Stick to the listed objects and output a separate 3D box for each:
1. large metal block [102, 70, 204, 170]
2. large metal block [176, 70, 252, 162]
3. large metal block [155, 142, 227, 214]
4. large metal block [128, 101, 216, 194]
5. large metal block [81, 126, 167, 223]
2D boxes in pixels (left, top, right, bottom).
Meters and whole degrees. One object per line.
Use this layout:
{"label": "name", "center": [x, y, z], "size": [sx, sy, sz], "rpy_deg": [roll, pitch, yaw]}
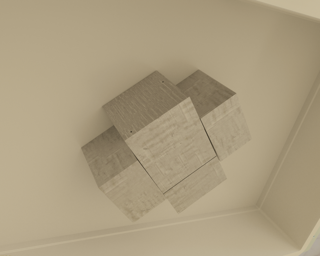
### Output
{"label": "large metal block", "center": [-0.010, -0.012, 0.360], "size": [0.080, 0.080, 0.050], "rpy_deg": [-35, 129, -6]}
{"label": "large metal block", "center": [0.064, -0.017, 0.398], "size": [0.050, 0.080, 0.080], "rpy_deg": [-35, 129, -5]}
{"label": "large metal block", "center": [0.030, 0.055, 0.425], "size": [0.080, 0.080, 0.050], "rpy_deg": [-35, 129, -6]}
{"label": "large metal block", "center": [0.010, 0.021, 0.392], "size": [0.080, 0.080, 0.050], "rpy_deg": [-35, 129, -6]}
{"label": "large metal block", "center": [-0.045, 0.056, 0.383], "size": [0.050, 0.080, 0.080], "rpy_deg": [-35, 129, -5]}
